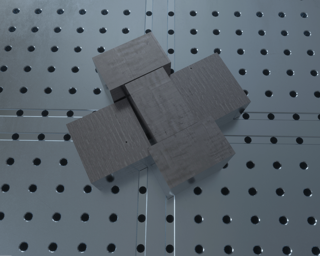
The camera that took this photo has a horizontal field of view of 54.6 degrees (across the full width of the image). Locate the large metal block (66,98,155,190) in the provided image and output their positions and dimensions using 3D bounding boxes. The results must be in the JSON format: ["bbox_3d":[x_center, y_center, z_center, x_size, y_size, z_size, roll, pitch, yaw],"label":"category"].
[{"bbox_3d":[-0.060,0.021,0.392,0.080,0.050,0.080,-25,72,-9],"label":"large metal block"}]

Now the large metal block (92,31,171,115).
[{"bbox_3d":[-0.034,-0.067,0.406,0.080,0.080,0.050,-27,72,-9],"label":"large metal block"}]

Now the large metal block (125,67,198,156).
[{"bbox_3d":[0.001,-0.015,0.388,0.050,0.080,0.080,-27,72,-9],"label":"large metal block"}]

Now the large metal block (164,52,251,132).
[{"bbox_3d":[0.058,-0.041,0.413,0.080,0.050,0.080,-27,74,-9],"label":"large metal block"}]

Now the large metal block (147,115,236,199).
[{"bbox_3d":[0.033,0.038,0.369,0.080,0.080,0.050,-27,72,-10],"label":"large metal block"}]
